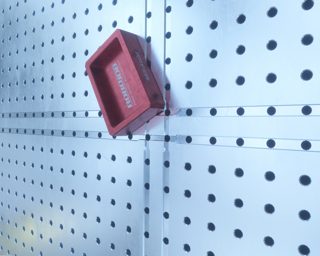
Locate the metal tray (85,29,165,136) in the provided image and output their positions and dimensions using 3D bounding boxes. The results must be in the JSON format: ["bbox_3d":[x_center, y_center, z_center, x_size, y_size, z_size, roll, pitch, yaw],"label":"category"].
[{"bbox_3d":[-0.055,-0.064,0.448,0.090,0.030,0.130,-35,69,34],"label":"metal tray"}]
